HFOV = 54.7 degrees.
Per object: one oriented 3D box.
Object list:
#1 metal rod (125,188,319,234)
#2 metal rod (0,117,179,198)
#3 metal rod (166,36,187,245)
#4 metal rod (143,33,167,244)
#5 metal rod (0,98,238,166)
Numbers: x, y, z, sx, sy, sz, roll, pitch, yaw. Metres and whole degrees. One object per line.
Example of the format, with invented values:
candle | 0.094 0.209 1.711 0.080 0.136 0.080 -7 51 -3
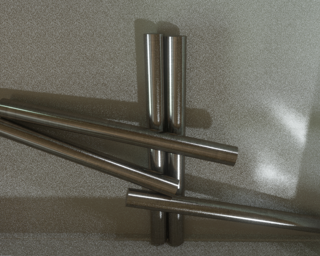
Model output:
metal rod | 0.102 0.119 0.437 0.302 0.025 0.025 11 110 -11
metal rod | -0.120 0.029 0.405 0.302 0.025 0.025 20 109 -2
metal rod | 0.022 0.030 0.420 0.025 0.025 0.298 -1 110 0
metal rod | -0.004 0.028 0.418 0.025 0.025 0.298 -1 110 0
metal rod | -0.054 0.005 0.390 0.302 0.025 0.025 12 110 3
